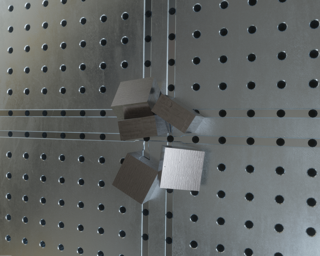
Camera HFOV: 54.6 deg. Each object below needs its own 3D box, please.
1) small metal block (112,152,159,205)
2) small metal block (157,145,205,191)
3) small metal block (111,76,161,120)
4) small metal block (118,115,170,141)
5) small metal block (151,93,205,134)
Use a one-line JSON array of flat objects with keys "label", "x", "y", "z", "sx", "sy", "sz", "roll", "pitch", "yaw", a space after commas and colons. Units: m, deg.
[{"label": "small metal block", "x": -0.029, "y": 0.067, "z": 0.423, "sx": 0.050, "sy": 0.025, "sz": 0.050, "roll": 30, "pitch": 100, "yaw": 17}, {"label": "small metal block", "x": 0.026, "y": 0.050, "z": 0.392, "sx": 0.050, "sy": 0.025, "sz": 0.050, "roll": 7, "pitch": 93, "yaw": -11}, {"label": "small metal block", "x": -0.031, "y": -0.039, "z": 0.409, "sx": 0.050, "sy": 0.025, "sz": 0.050, "roll": -6, "pitch": 45, "yaw": 20}, {"label": "small metal block", "x": -0.020, "y": -0.001, "z": 0.406, "sx": 0.050, "sy": 0.050, "sz": 0.025, "roll": -9, "pitch": 91, "yaw": 20}, {"label": "small metal block", "x": 0.024, "y": -0.018, "z": 0.391, "sx": 0.050, "sy": 0.050, "sz": 0.025, "roll": 35, "pitch": 101, "yaw": 16}]
